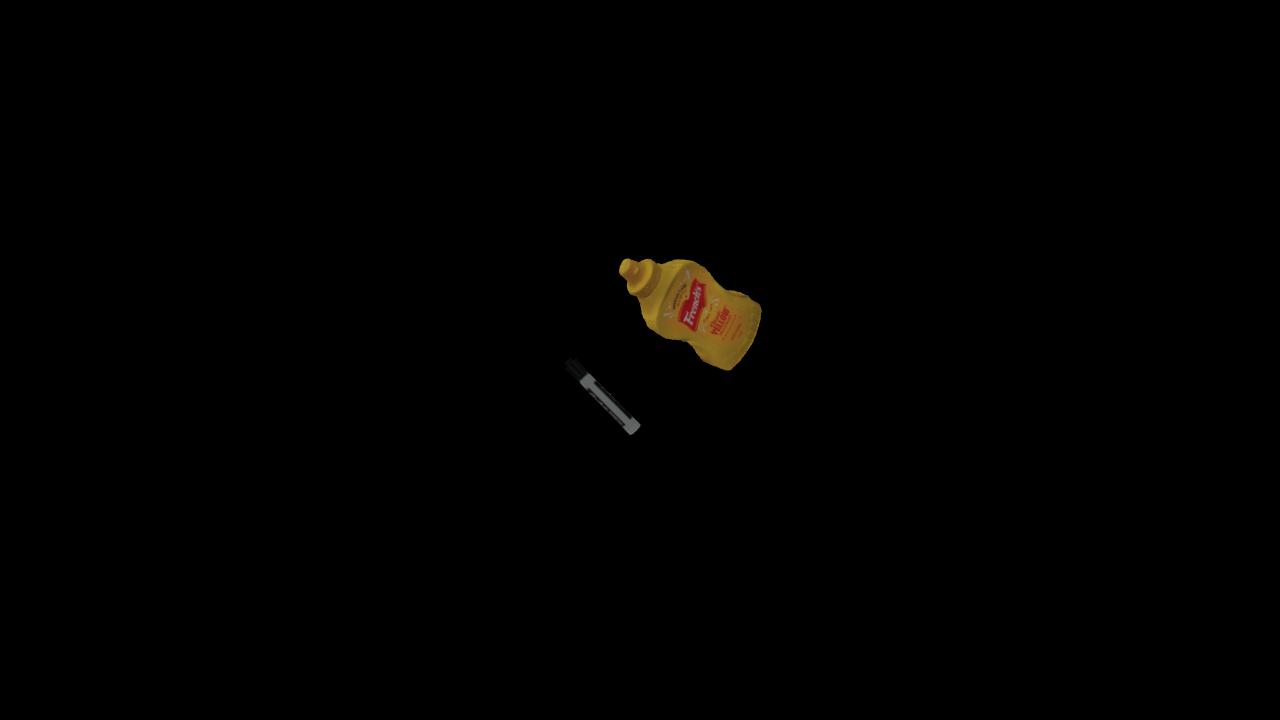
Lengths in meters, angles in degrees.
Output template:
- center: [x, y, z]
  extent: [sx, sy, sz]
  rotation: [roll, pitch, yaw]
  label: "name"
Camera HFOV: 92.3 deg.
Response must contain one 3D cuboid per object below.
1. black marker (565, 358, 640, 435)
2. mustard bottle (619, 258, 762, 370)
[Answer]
- center: [-0.047, 0.044, 0.756]
  extent: [0.020, 0.121, 0.020]
  rotation: [-43, 7, 6]
  label: "black marker"
- center: [0.051, -0.062, 0.687]
  extent: [0.184, 0.092, 0.054]
  rotation: [28, 4, -32]
  label: "mustard bottle"
